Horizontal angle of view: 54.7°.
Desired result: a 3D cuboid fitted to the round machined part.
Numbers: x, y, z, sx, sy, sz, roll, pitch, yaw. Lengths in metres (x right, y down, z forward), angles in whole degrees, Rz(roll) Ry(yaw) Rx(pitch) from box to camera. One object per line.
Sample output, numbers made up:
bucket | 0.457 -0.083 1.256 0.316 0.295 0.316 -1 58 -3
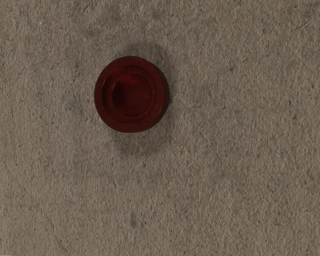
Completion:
round machined part | -0.034 -0.043 0.411 0.098 0.042 0.097 0 90 19
